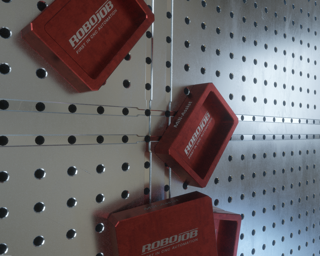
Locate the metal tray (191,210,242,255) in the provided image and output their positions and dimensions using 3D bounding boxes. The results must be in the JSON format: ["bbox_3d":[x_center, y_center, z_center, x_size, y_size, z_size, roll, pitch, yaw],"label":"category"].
[{"bbox_3d":[0.077,0.192,0.469,0.091,0.030,0.129,17,79,-39],"label":"metal tray"}]

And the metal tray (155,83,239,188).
[{"bbox_3d":[0.059,0.009,0.453,0.090,0.030,0.130,47,62,-30],"label":"metal tray"}]

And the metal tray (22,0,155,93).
[{"bbox_3d":[-0.072,-0.115,0.344,0.090,0.030,0.130,48,62,-29],"label":"metal tray"}]

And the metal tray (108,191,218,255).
[{"bbox_3d":[0.007,0.139,0.390,0.131,0.030,0.090,-9,96,-25],"label":"metal tray"}]
